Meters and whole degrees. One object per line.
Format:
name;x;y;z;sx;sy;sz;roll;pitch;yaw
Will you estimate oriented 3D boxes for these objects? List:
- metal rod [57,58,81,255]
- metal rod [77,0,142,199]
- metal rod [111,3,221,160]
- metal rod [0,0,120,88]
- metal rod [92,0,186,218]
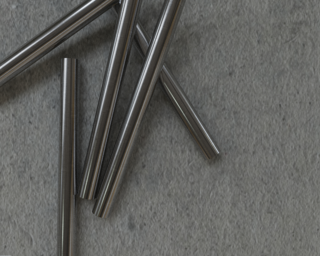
metal rod;-0.121;0.060;0.408;0.025;0.025;0.298;1;90;-1
metal rod;-0.060;-0.054;0.392;0.025;0.025;0.298;14;96;-1
metal rod;-0.009;-0.091;0.409;0.025;0.025;0.299;-32;90;0
metal rod;-0.181;-0.084;0.394;0.300;0.025;0.025;-34;91;4
metal rod;-0.028;-0.027;0.391;0.025;0.025;0.298;20;97;-1
